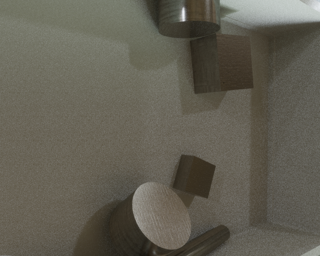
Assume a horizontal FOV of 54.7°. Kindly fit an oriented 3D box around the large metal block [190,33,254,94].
[{"bbox_3d":[0.095,-0.096,0.473,0.081,0.050,0.079,-10,97,-40],"label":"large metal block"}]

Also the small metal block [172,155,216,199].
[{"bbox_3d":[0.051,0.071,0.452,0.050,0.025,0.050,27,73,-37],"label":"small metal block"}]

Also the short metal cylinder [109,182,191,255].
[{"bbox_3d":[-0.011,0.110,0.358,0.080,0.050,0.080,28,37,-23],"label":"short metal cylinder"}]

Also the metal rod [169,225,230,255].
[{"bbox_3d":[0.012,0.165,0.369,0.302,0.025,0.025,1,90,-55],"label":"metal rod"}]

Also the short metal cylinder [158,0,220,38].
[{"bbox_3d":[0.037,-0.153,0.404,0.081,0.080,0.050,-3,93,-40],"label":"short metal cylinder"}]
